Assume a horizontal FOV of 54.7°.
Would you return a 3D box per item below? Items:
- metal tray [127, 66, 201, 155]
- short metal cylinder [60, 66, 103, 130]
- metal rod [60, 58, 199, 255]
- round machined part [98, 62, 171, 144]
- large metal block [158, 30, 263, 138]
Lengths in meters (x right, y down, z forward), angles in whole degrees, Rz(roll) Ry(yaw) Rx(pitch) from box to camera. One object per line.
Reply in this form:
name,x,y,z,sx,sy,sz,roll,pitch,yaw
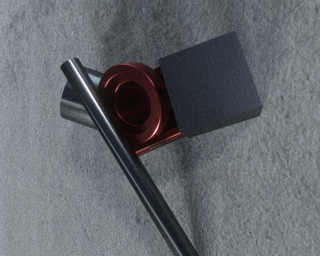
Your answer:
metal tray,-0.009,-0.022,0.408,0.130,0.030,0.090,-26,74,36
short metal cylinder,-0.100,-0.043,0.442,0.050,0.080,0.079,19,105,1
metal rod,-0.033,0.048,0.375,0.025,0.025,0.299,-34,87,35
round machined part,-0.028,-0.033,0.385,0.098,0.042,0.097,12,112,32
large metal block,0.052,-0.042,0.324,0.080,0.050,0.080,-18,77,11
